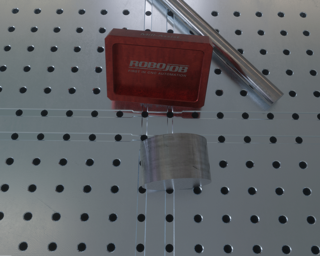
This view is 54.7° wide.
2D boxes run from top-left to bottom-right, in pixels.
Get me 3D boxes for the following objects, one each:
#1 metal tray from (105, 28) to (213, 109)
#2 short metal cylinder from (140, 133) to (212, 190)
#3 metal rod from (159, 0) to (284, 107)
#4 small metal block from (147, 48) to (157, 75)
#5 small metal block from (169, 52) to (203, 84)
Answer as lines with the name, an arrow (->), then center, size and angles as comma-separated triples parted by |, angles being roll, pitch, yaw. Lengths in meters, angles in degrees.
metal tray -> -0.003, -0.076, 0.404 | 0.131, 0.089, 0.030 | 5, 34, 2
short metal cylinder -> 0.018, 0.042, 0.367 | 0.081, 0.080, 0.050 | -3, 70, -1
metal rod -> 0.065, -0.146, 0.465 | 0.025, 0.025, 0.300 | -38, 75, -13
small metal block -> -0.018, -0.103, 0.449 | 0.050, 0.025, 0.050 | 6, 70, 2
small metal block -> 0.037, -0.089, 0.444 | 0.050, 0.025, 0.050 | 4, 70, 1
